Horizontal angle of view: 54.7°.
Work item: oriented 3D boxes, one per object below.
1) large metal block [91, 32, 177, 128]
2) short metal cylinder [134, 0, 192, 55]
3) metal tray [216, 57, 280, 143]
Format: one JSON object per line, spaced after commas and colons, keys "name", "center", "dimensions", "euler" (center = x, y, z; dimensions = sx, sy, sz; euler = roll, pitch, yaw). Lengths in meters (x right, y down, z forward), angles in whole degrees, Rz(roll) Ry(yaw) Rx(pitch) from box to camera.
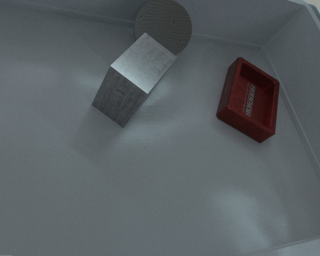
{"name": "large metal block", "center": [-0.033, -0.059, 0.390], "dimensions": [0.050, 0.080, 0.080], "euler": [37, 51, -4]}
{"name": "short metal cylinder", "center": [0.002, -0.142, 0.452], "dimensions": [0.081, 0.050, 0.079], "euler": [-1, 99, -7]}
{"name": "metal tray", "center": [0.150, -0.050, 0.515], "dimensions": [0.090, 0.030, 0.130], "euler": [29, 52, -10]}
